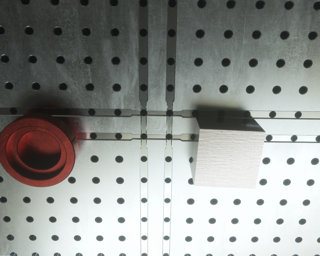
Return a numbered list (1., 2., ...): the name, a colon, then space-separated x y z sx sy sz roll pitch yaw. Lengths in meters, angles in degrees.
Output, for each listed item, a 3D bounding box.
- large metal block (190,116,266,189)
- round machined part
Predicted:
1. large metal block: 0.086 0.032 0.412 0.081 0.050 0.079 3 110 -1
2. round machined part: -0.157 0.026 0.412 0.099 0.042 0.097 0 110 0
